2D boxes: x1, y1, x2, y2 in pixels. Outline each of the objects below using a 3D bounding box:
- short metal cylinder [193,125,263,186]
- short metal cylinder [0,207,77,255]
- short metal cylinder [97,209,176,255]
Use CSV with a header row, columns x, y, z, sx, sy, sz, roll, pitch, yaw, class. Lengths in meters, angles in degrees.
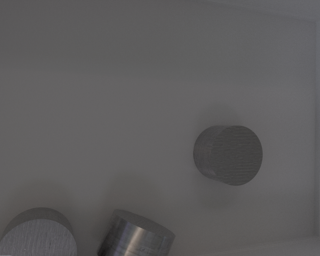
x,y,z,sx,sy,sz,roll,pitch,yaw,class
0.094,0.036,0.432,0.081,0.050,0.080,0,90,-20,short metal cylinder
-0.137,0.135,0.347,0.081,0.050,0.080,0,90,-20,short metal cylinder
-0.028,0.137,0.371,0.080,0.080,0.050,25,82,-18,short metal cylinder
